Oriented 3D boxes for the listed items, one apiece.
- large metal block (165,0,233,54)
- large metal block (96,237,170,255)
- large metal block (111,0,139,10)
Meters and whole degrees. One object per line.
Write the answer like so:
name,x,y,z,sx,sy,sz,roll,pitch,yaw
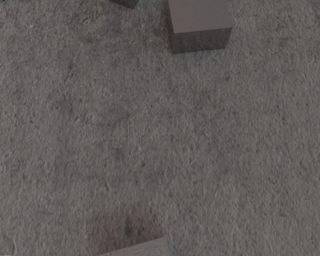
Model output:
large metal block,0.053,-0.160,0.454,0.081,0.050,0.080,-7,70,-3
large metal block,-0.028,0.150,0.324,0.081,0.080,0.050,-14,71,-5
large metal block,-0.048,-0.244,0.468,0.050,0.080,0.080,25,72,8
